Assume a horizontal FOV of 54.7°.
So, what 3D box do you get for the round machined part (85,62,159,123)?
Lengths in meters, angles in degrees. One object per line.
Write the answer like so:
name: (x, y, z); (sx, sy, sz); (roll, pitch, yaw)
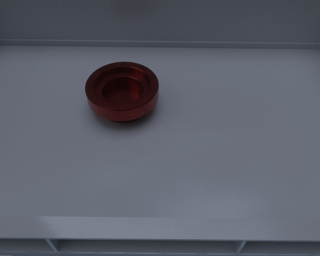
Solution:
round machined part: (-0.051, -0.045, 0.432); (0.099, 0.042, 0.098); (0, 50, 0)
